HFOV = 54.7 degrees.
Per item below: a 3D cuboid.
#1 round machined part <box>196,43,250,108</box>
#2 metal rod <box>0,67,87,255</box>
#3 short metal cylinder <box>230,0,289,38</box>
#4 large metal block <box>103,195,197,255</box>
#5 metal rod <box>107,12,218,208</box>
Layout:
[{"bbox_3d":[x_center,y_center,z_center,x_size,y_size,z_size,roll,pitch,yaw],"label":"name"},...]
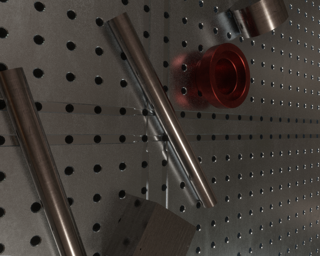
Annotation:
[{"bbox_3d":[0.094,-0.078,0.479,0.099,0.042,0.097,0,90,-40],"label":"round machined part"},{"bbox_3d":[-0.105,0.087,0.322,0.025,0.025,0.298,-24,105,-38],"label":"metal rod"},{"bbox_3d":[0.164,-0.193,0.514,0.080,0.080,0.050,-47,119,-30],"label":"short metal cylinder"},{"bbox_3d":[-0.010,0.142,0.387,0.080,0.050,0.080,40,65,-33],"label":"large metal block"},{"bbox_3d":[0.013,-0.009,0.422,0.025,0.025,0.299,-42,116,-32],"label":"metal rod"}]
